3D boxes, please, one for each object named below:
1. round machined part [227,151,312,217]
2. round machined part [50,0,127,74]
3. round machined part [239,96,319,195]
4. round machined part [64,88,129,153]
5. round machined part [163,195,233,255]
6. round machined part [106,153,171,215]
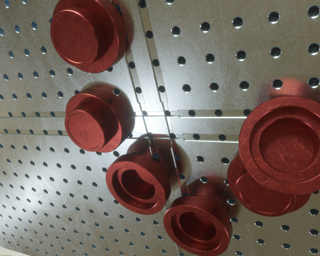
[{"bbox_3d":[0.129,0.067,0.374,0.098,0.042,0.097,13,124,21],"label":"round machined part"},{"bbox_3d":[-0.094,-0.113,0.380,0.098,0.042,0.097,13,124,21],"label":"round machined part"},{"bbox_3d":[0.132,0.019,0.321,0.098,0.042,0.098,-2,79,13],"label":"round machined part"},{"bbox_3d":[-0.098,-0.005,0.450,0.098,0.042,0.097,13,124,21],"label":"round machined part"},{"bbox_3d":[0.058,0.137,0.455,0.098,0.042,0.097,13,124,21],"label":"round machined part"},{"bbox_3d":[-0.028,0.079,0.465,0.098,0.042,0.097,13,124,21],"label":"round machined part"}]
